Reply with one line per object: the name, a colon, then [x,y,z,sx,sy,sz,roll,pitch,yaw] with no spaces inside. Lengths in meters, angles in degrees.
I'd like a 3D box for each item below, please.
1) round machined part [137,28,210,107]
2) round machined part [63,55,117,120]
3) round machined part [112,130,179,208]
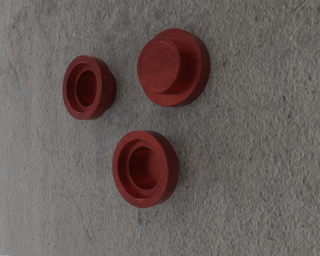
round machined part: [0.010,-0.075,0.386,0.098,0.042,0.097,0,90,40]
round machined part: [-0.105,-0.061,0.481,0.098,0.042,0.097,0,90,40]
round machined part: [-0.014,0.052,0.406,0.098,0.042,0.097,0,90,40]
